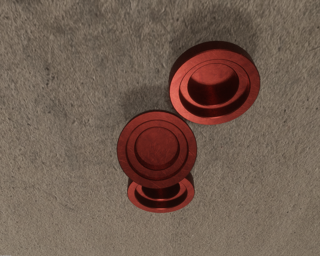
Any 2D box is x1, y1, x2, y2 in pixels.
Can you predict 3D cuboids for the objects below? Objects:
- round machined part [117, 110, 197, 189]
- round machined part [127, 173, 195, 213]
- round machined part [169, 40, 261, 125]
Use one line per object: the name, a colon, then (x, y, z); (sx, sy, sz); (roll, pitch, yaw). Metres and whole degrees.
round machined part: (-0.004, 0.025, 0.398); (0.099, 0.042, 0.097); (0, 98, -1)
round machined part: (0.001, 0.082, 0.466); (0.099, 0.042, 0.097); (-1, 130, 0)
round machined part: (0.059, -0.054, 0.351); (0.099, 0.042, 0.097); (-1, 130, 0)
